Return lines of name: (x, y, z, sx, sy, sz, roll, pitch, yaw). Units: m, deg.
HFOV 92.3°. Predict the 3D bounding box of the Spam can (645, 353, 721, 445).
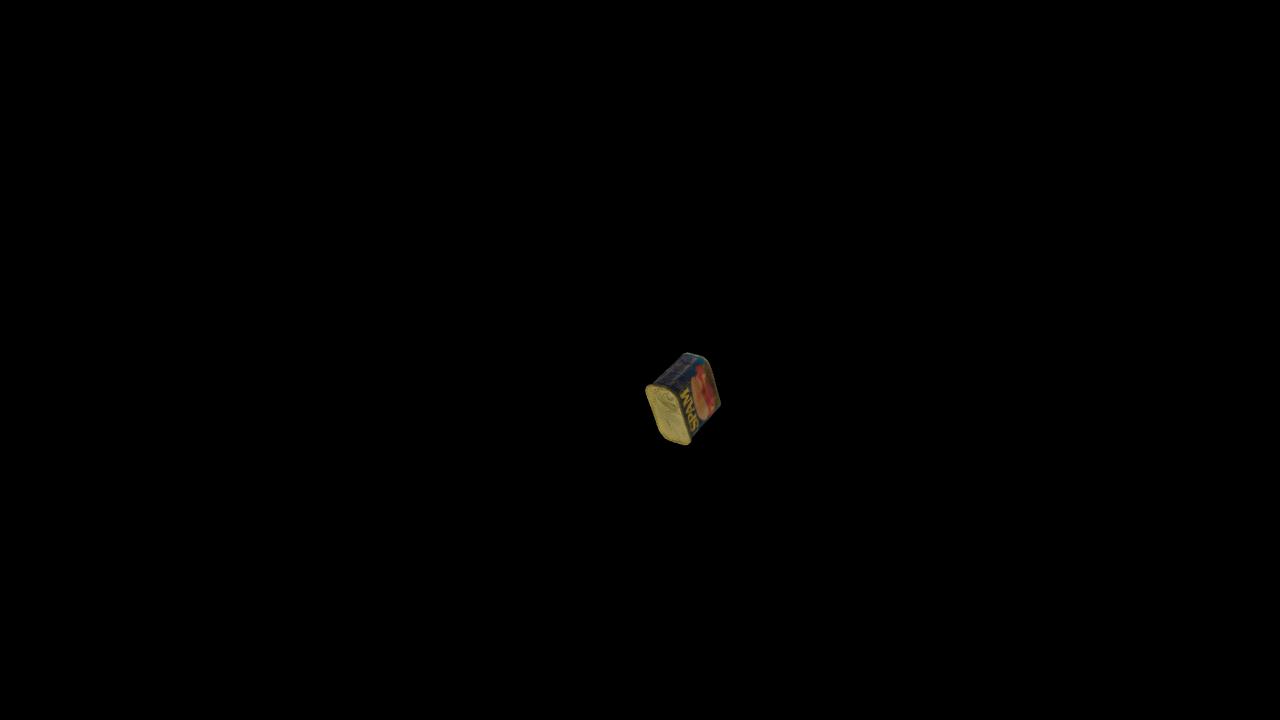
Spam can: (0.063, 0.053, 0.863, 0.058, 0.101, 0.085, 12, 43, 40)
